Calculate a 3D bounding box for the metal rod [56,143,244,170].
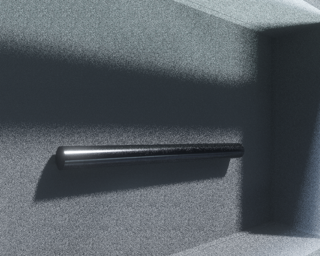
[{"bbox_3d":[0.013,0.034,0.416,0.302,0.025,0.025,1,89,-40],"label":"metal rod"}]
